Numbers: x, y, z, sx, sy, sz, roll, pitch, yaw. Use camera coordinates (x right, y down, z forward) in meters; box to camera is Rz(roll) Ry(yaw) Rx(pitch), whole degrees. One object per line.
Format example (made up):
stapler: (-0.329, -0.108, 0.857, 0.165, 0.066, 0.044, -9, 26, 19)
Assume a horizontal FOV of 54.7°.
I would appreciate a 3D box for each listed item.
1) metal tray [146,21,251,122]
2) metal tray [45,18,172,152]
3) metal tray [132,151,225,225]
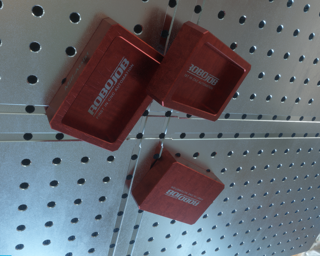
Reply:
metal tray: (0.052, -0.061, 0.375, 0.131, 0.030, 0.090, 12, 113, -53)
metal tray: (-0.055, -0.043, 0.351, 0.090, 0.030, 0.130, 27, 103, -38)
metal tray: (0.032, 0.099, 0.489, 0.131, 0.030, 0.090, 30, 102, -38)
